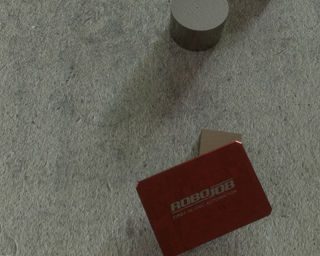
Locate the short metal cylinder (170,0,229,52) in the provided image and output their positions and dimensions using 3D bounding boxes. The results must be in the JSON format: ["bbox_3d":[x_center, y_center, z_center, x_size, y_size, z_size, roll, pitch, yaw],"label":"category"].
[{"bbox_3d":[0.055,-0.160,0.454,0.081,0.050,0.080,0,70,0],"label":"short metal cylinder"}]

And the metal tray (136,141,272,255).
[{"bbox_3d":[0.049,0.080,0.359,0.131,0.030,0.090,-23,83,-1],"label":"metal tray"}]

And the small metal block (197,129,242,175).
[{"bbox_3d":[0.075,0.031,0.397,0.050,0.025,0.050,8,70,3],"label":"small metal block"}]
